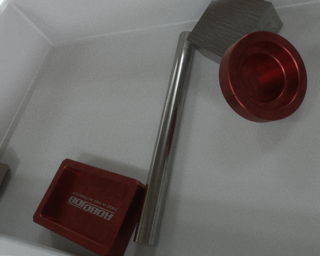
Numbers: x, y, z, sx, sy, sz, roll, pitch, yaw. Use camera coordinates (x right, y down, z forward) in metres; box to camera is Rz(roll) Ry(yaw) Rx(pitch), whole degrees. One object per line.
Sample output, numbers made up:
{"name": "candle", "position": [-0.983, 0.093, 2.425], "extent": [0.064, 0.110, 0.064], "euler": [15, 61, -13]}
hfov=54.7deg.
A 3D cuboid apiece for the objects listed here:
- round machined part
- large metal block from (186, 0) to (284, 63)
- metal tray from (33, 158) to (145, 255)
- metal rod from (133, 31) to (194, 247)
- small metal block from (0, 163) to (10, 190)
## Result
{"name": "round machined part", "position": [0.110, -0.054, 0.347], "extent": [0.098, 0.098, 0.042], "euler": [-60, 11, -15]}
{"name": "large metal block", "position": [0.096, -0.124, 0.403], "extent": [0.080, 0.050, 0.080], "euler": [40, 99, 38]}
{"name": "metal tray", "position": [-0.088, 0.096, 0.387], "extent": [0.130, 0.030, 0.090], "euler": [11, 67, 32]}
{"name": "metal rod", "position": [0.012, -0.006, 0.401], "extent": [0.025, 0.025, 0.300], "euler": [-2, 61, 27]}
{"name": "small metal block", "position": [-0.269, 0.076, 0.479], "extent": [0.025, 0.050, 0.050], "euler": [138, 150, -61]}
